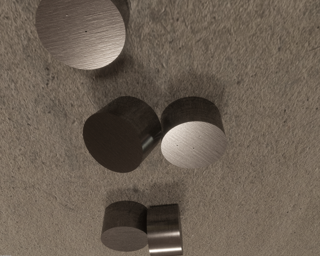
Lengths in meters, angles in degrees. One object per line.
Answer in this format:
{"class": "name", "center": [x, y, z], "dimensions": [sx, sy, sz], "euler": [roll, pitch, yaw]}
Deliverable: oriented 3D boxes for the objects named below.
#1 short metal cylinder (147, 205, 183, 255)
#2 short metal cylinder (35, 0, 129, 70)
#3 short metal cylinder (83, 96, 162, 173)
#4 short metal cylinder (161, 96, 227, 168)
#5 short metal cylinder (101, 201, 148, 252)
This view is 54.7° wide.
{"class": "short metal cylinder", "center": [0.009, 0.172, 0.518], "dimensions": [0.050, 0.080, 0.080], "euler": [-6, 130, 5]}
{"class": "short metal cylinder", "center": [-0.072, -0.104, 0.301], "dimensions": [0.081, 0.050, 0.079], "euler": [0, 130, 0]}
{"class": "short metal cylinder", "center": [-0.045, 0.007, 0.376], "dimensions": [0.080, 0.050, 0.079], "euler": [12, 122, 21]}
{"class": "short metal cylinder", "center": [0.041, 0.006, 0.397], "dimensions": [0.081, 0.050, 0.079], "euler": [-1, 130, 0]}
{"class": "short metal cylinder", "center": [-0.058, 0.170, 0.535], "dimensions": [0.081, 0.050, 0.079], "euler": [0, 130, 0]}
